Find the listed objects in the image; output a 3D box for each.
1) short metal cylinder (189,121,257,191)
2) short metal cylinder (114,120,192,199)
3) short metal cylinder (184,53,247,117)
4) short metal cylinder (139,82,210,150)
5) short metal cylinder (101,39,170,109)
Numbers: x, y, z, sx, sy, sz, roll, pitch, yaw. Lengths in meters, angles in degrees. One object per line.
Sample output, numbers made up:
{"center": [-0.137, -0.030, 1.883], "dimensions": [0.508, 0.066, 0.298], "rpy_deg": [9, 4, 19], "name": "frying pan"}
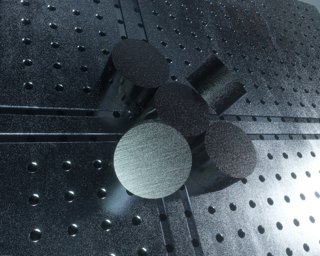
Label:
{"center": [0.081, 0.038, 0.414], "dimensions": [0.081, 0.050, 0.080], "rpy_deg": [14, 56, -21], "name": "short metal cylinder"}
{"center": [-0.008, 0.032, 0.343], "dimensions": [0.081, 0.050, 0.079], "rpy_deg": [0, 95, -3], "name": "short metal cylinder"}
{"center": [0.080, -0.063, 0.449], "dimensions": [0.080, 0.050, 0.080], "rpy_deg": [47, 10, -10], "name": "short metal cylinder"}
{"center": [0.019, -0.014, 0.412], "dimensions": [0.081, 0.050, 0.080], "rpy_deg": [14, 56, -21], "name": "short metal cylinder"}
{"center": [-0.034, -0.073, 0.419], "dimensions": [0.081, 0.050, 0.080], "rpy_deg": [14, 56, -21], "name": "short metal cylinder"}
